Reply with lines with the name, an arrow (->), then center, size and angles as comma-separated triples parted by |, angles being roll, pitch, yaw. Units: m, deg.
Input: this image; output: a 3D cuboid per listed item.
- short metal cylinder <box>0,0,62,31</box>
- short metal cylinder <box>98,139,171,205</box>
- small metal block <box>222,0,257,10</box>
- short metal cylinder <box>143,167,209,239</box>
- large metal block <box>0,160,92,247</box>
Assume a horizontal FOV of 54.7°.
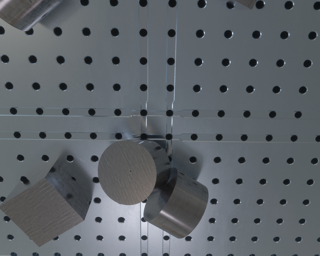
short metal cylinder -> -0.151, -0.151, 0.327 | 0.050, 0.080, 0.080 | -35, 107, 12
short metal cylinder -> -0.032, 0.055, 0.403 | 0.080, 0.050, 0.080 | 0, 90, 21
small metal block -> 0.097, -0.160, 0.342 | 0.025, 0.050, 0.050 | 25, 108, -9
short metal cylinder -> 0.021, 0.101, 0.421 | 0.050, 0.080, 0.080 | 33, 107, -13
large metal block -> -0.158, 0.106, 0.438 | 0.080, 0.050, 0.080 | -32, 107, 11
